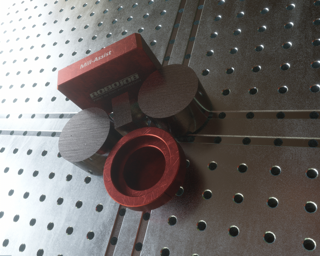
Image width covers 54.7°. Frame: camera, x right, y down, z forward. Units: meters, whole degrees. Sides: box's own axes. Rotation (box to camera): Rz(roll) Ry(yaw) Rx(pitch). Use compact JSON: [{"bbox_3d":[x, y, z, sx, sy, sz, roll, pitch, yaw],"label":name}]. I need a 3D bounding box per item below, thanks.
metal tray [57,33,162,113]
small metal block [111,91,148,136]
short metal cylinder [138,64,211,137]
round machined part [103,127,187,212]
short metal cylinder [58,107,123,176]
[{"bbox_3d":[-0.065,-0.068,0.436,0.130,0.090,0.030,-22,54,16],"label":"metal tray"},{"bbox_3d":[-0.039,-0.012,0.414,0.025,0.050,0.050,-23,53,15],"label":"small metal block"},{"bbox_3d":[0.019,-0.035,0.399,0.080,0.050,0.080,-13,56,21],"label":"short metal cylinder"},{"bbox_3d":[-0.014,0.051,0.368,0.098,0.042,0.098,-13,56,21],"label":"round machined part"},{"bbox_3d":[-0.089,0.019,0.422,0.080,0.050,0.080,-13,56,21],"label":"short metal cylinder"}]
